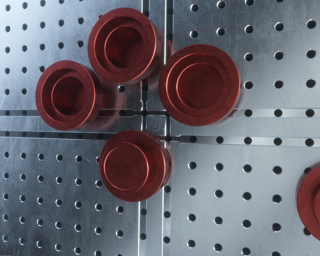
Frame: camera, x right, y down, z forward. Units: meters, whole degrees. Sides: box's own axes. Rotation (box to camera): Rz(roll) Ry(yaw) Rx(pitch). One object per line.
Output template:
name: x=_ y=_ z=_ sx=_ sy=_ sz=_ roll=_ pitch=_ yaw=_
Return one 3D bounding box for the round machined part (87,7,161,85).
round machined part: x=-0.044 y=-0.107 z=0.418 sx=0.098 sy=0.042 sz=0.097 roll=0 pitch=90 yaw=19

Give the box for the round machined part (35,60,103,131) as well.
round machined part: x=-0.125 y=-0.045 z=0.446 sx=0.098 sy=0.042 sz=0.097 roll=0 pitch=90 yaw=19

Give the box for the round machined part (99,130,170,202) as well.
round machined part: x=-0.040 y=0.051 z=0.417 sx=0.098 sy=0.042 sz=0.097 roll=0 pitch=90 yaw=19

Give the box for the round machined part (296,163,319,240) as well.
round machined part: x=0.201 y=0.083 z=0.333 sx=0.098 sy=0.042 sz=0.097 roll=0 pitch=90 yaw=19

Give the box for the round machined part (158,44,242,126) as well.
round machined part: x=0.051 y=-0.051 z=0.385 sx=0.098 sy=0.042 sz=0.097 roll=0 pitch=90 yaw=19
